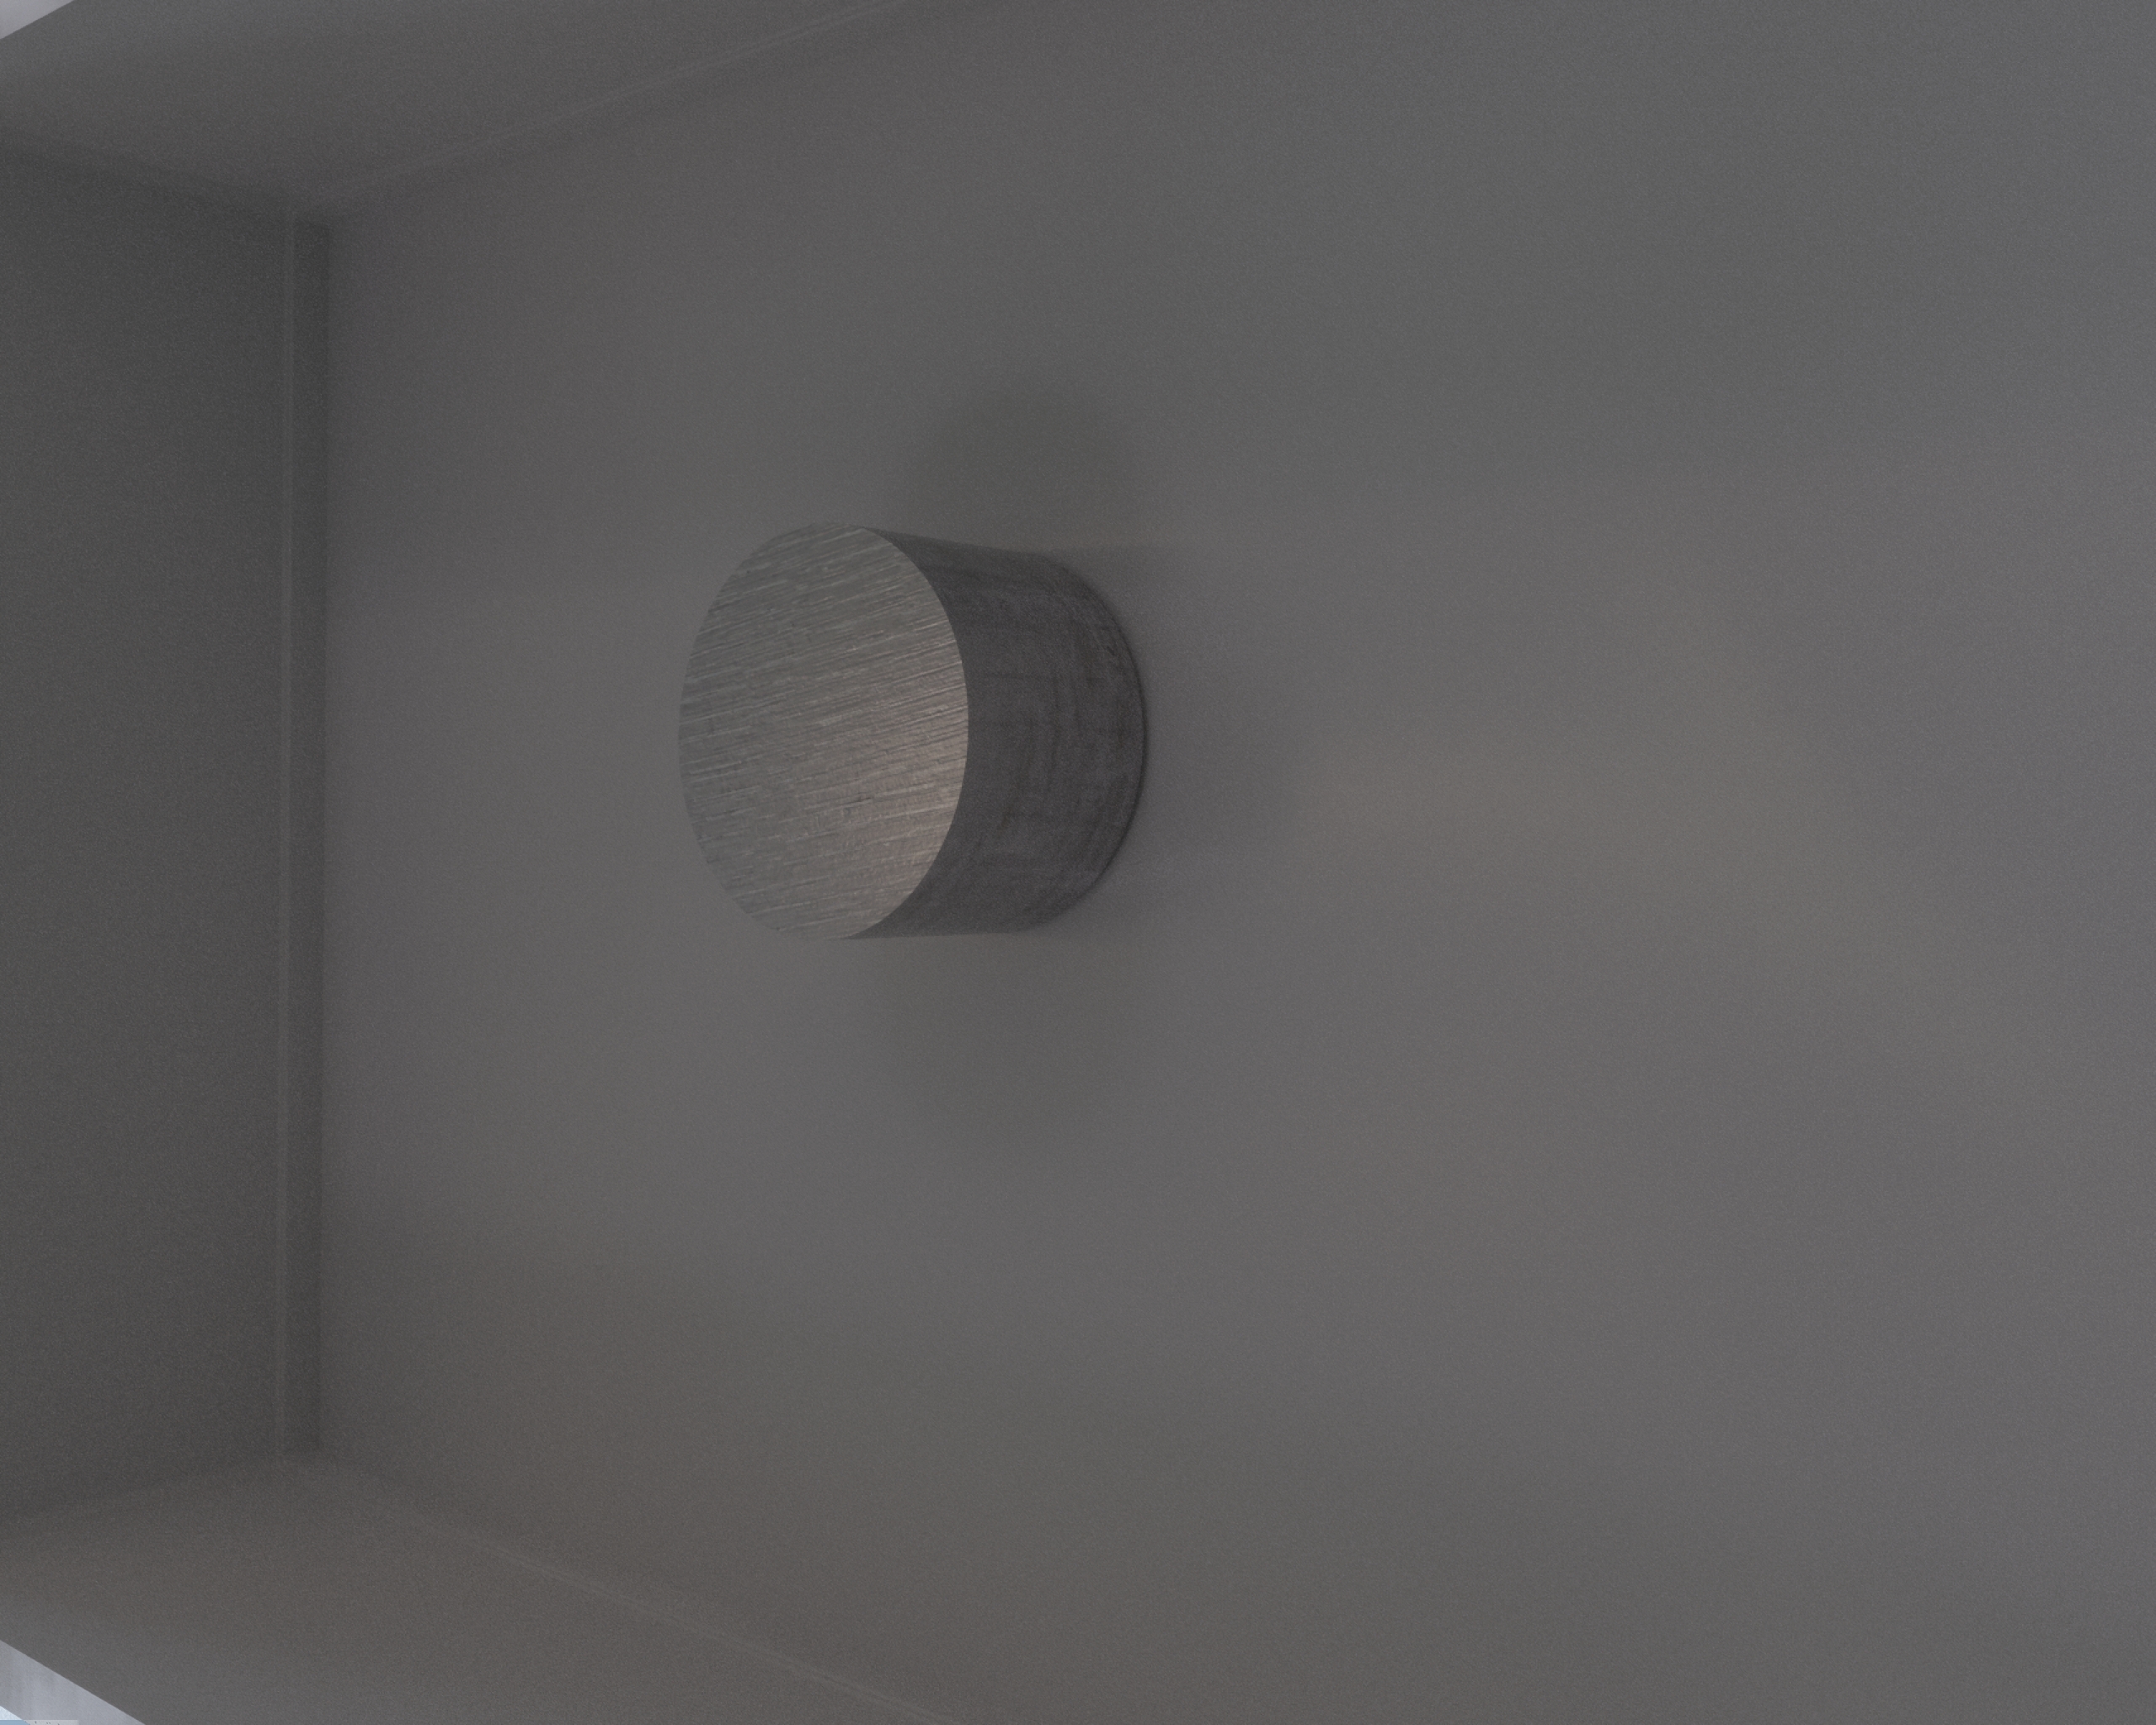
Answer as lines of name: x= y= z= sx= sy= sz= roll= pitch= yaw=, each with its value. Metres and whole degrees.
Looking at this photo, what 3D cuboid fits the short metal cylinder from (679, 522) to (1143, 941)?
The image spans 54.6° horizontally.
short metal cylinder: x=-0.034 y=-0.025 z=0.417 sx=0.080 sy=0.050 sz=0.080 roll=0 pitch=90 yaw=40
